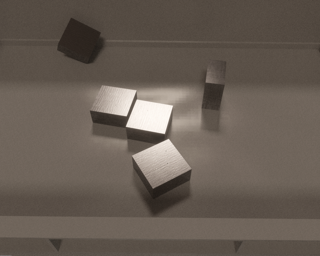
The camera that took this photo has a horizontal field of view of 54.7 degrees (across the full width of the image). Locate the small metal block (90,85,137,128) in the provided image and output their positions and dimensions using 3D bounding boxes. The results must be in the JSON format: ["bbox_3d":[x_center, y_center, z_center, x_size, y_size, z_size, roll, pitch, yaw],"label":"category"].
[{"bbox_3d":[-0.063,-0.030,0.429,0.050,0.025,0.050,9,51,7],"label":"small metal block"}]

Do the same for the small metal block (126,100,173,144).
[{"bbox_3d":[-0.013,-0.008,0.411,0.050,0.025,0.050,10,51,8],"label":"small metal block"}]

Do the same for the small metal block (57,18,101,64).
[{"bbox_3d":[-0.130,-0.139,0.497,0.050,0.025,0.050,24,73,-16],"label":"small metal block"}]

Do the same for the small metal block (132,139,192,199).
[{"bbox_3d":[0.002,0.047,0.365,0.050,0.025,0.050,-24,54,-19],"label":"small metal block"}]

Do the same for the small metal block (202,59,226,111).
[{"bbox_3d":[0.077,-0.061,0.441,0.025,0.050,0.050,8,51,6],"label":"small metal block"}]
